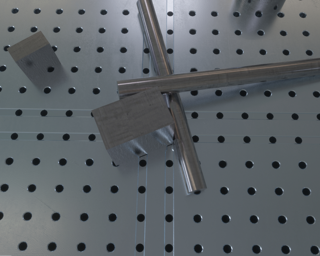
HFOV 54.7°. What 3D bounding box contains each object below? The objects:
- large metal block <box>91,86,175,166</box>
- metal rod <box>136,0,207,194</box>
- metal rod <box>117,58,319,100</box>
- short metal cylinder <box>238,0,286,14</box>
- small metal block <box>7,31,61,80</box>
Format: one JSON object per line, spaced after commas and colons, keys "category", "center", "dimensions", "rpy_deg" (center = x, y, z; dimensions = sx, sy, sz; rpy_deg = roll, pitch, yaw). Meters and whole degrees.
{"category": "large metal block", "center": [-0.030, 0.001, 0.382], "dimensions": [0.080, 0.080, 0.050], "rpy_deg": [-22, 72, -8]}
{"category": "metal rod", "center": [0.011, -0.059, 0.433], "dimensions": [0.025, 0.025, 0.299], "rpy_deg": [-13, 71, -5]}
{"category": "metal rod", "center": [0.094, -0.069, 0.419], "dimensions": [0.302, 0.025, 0.025], "rpy_deg": [-8, 70, -10]}
{"category": "short metal cylinder", "center": [0.165, -0.227, 0.483], "dimensions": [0.081, 0.050, 0.080], "rpy_deg": [0, 70, 0]}
{"category": "small metal block", "center": [-0.175, -0.100, 0.434], "dimensions": [0.050, 0.050, 0.025], "rpy_deg": [-33, 74, -11]}
